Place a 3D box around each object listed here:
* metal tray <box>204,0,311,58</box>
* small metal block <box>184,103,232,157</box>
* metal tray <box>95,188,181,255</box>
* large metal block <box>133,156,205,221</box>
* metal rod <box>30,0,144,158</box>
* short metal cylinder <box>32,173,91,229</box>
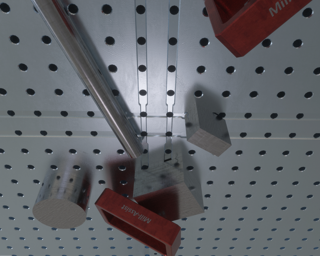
[{"bbox_3d":[0.100,-0.129,0.259,0.030,0.090,0.130,36,121,-26],"label":"metal tray"},{"bbox_3d":[0.061,0.002,0.398,0.050,0.050,0.025,27,125,-21],"label":"small metal block"},{"bbox_3d":[-0.032,0.150,0.482,0.130,0.030,0.090,23,149,19],"label":"metal tray"},{"bbox_3d":[0.014,0.099,0.479,0.080,0.050,0.080,-20,128,16],"label":"large metal block"},{"bbox_3d":[-0.086,-0.073,0.348,0.025,0.025,0.299,-16,129,13],"label":"metal rod"},{"bbox_3d":[-0.154,0.116,0.493,0.081,0.050,0.079,0,130,0],"label":"short metal cylinder"}]
